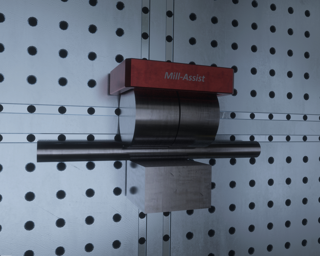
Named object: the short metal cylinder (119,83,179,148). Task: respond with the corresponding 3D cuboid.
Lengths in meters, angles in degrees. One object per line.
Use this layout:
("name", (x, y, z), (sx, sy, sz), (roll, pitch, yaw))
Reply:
("short metal cylinder", (-0.016, -0.016, 0.375), (0.050, 0.080, 0.079), (1, 90, -20))

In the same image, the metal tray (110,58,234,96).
("metal tray", (0.012, -0.056, 0.378), (0.131, 0.090, 0.030), (1, 90, -20))

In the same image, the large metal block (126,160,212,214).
("large metal block", (0.008, 0.067, 0.382), (0.081, 0.080, 0.050), (1, 90, -20))

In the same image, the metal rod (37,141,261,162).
("metal rod", (0.000, 0.029, 0.409), (0.303, 0.025, 0.025), (1, 90, -20))

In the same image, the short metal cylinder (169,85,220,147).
("short metal cylinder", (0.033, -0.016, 0.393), (0.050, 0.080, 0.079), (2, 90, -20))
